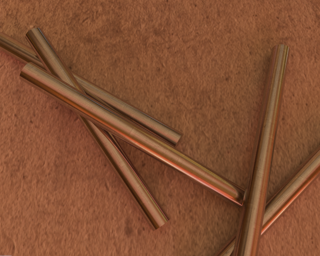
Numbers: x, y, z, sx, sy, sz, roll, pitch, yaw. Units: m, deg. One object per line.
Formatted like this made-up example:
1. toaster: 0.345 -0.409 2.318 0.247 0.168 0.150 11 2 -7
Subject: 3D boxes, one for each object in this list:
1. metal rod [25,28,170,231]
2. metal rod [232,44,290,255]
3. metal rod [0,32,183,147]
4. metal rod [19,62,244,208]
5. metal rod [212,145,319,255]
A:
1. metal rod: -0.084 -0.006 0.392 0.025 0.025 0.299 -33 80 -12
2. metal rod: 0.132 0.015 0.389 0.025 0.025 0.300 16 65 5
3. metal rod: -0.105 -0.055 0.426 0.301 0.025 0.025 30 73 10
4. metal rod: -0.029 0.010 0.372 0.301 0.025 0.025 31 73 -2
5. metal rod: 0.142 0.093 0.375 0.301 0.025 0.025 -40 75 -14
